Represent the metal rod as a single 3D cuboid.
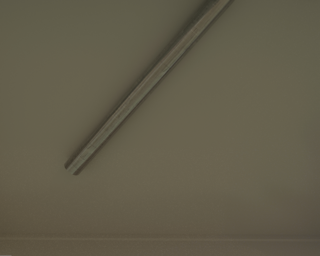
[{"bbox_3d":[-0.023,-0.049,0.392,0.025,0.025,0.299,40,105,-14],"label":"metal rod"}]
